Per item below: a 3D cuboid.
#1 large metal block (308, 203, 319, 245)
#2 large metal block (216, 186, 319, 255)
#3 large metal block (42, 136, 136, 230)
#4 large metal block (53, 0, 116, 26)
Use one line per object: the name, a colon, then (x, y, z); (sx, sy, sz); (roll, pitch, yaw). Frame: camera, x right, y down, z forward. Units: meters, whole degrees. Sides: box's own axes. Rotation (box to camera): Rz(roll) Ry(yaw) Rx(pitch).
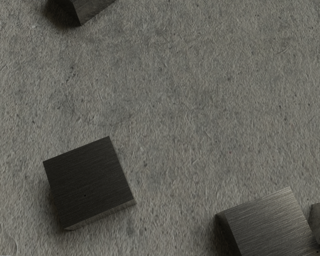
large metal block: (0.218, 0.118, 0.337); (0.080, 0.080, 0.050); (21, 72, 7)
large metal block: (0.120, 0.121, 0.351); (0.080, 0.050, 0.080); (-18, 71, -7)
large metal block: (-0.081, 0.066, 0.370); (0.080, 0.050, 0.080); (-22, 72, -8)
large metal block: (-0.121, -0.219, 0.474); (0.080, 0.050, 0.080); (-43, 76, -14)
